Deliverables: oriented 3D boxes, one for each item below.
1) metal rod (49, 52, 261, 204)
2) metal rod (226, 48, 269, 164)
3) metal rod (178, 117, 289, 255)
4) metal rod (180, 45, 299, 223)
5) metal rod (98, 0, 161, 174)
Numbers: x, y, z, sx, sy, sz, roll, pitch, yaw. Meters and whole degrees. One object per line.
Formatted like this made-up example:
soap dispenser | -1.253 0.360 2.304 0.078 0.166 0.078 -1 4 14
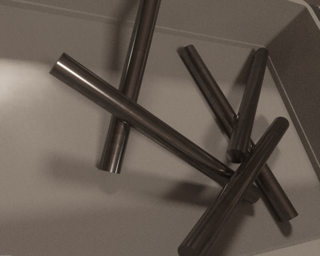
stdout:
metal rod | 0.014 0.014 0.360 0.301 0.025 0.025 34 50 -24
metal rod | 0.148 -0.055 0.498 0.025 0.025 0.301 35 44 -5
metal rod | 0.111 0.055 0.389 0.025 0.025 0.302 48 43 5
metal rod | 0.112 -0.002 0.469 0.025 0.025 0.299 -17 71 -35
metal rod | -0.025 -0.095 0.371 0.025 0.025 0.299 16 81 -20
